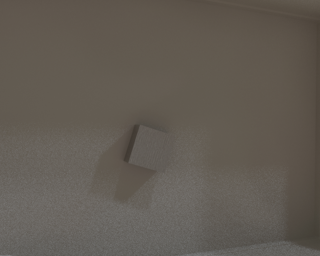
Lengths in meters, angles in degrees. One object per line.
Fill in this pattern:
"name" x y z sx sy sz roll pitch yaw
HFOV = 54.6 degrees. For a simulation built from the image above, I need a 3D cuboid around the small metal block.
"small metal block" -0.014 0.027 0.405 0.050 0.025 0.050 19 84 -19
